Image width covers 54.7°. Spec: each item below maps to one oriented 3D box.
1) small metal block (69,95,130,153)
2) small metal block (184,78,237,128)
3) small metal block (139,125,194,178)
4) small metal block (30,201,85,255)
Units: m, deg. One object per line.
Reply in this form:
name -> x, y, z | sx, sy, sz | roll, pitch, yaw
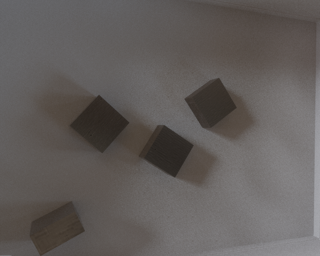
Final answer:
small metal block -> -0.075, -0.005, 0.383 | 0.050, 0.025, 0.050 | 44, 76, -15
small metal block -> 0.071, -0.035, 0.437 | 0.050, 0.025, 0.050 | -37, 102, -16
small metal block -> 0.008, 0.030, 0.414 | 0.050, 0.025, 0.050 | 34, 79, -17
small metal block -> -0.117, 0.112, 0.354 | 0.050, 0.050, 0.025 | -26, 99, -18
